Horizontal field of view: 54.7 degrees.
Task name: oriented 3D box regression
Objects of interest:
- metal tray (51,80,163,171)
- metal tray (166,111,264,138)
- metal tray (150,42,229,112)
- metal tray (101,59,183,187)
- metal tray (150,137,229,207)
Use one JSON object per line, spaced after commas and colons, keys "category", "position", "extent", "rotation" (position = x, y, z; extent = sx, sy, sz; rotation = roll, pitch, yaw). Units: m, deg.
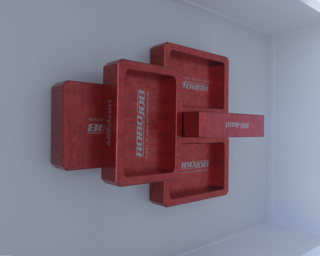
{"category": "metal tray", "position": [-0.055, -0.002, 0.355], "extent": [0.131, 0.030, 0.089], "rotation": [0, 90, -40]}
{"category": "metal tray", "position": [0.068, -0.004, 0.420], "extent": [0.131, 0.090, 0.030], "rotation": [1, 90, -40]}
{"category": "metal tray", "position": [0.046, -0.064, 0.442], "extent": [0.131, 0.030, 0.089], "rotation": [1, 90, -40]}
{"category": "metal tray", "position": [-0.018, -0.005, 0.348], "extent": [0.091, 0.030, 0.129], "rotation": [1, 89, -40]}
{"category": "metal tray", "position": [0.046, 0.056, 0.442], "extent": [0.131, 0.030, 0.089], "rotation": [1, 90, -40]}
